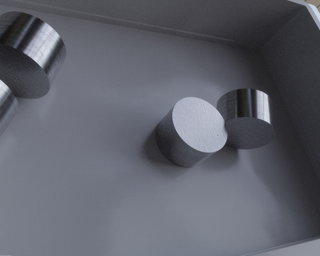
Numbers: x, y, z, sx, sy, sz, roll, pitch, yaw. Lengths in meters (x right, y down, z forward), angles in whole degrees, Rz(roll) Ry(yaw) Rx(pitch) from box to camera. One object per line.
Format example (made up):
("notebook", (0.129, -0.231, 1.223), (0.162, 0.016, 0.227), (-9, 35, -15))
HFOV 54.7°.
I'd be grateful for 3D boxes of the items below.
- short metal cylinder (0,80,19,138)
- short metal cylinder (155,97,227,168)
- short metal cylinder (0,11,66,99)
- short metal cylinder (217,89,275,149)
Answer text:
("short metal cylinder", (-0.181, -0.017, 0.283), (0.080, 0.080, 0.050), (26, 53, -13))
("short metal cylinder", (0.041, 0.006, 0.410), (0.081, 0.050, 0.080), (14, 56, -21))
("short metal cylinder", (-0.150, -0.077, 0.337), (0.080, 0.080, 0.050), (23, 53, -15))
("short metal cylinder", (0.121, -0.011, 0.445), (0.080, 0.080, 0.050), (21, 54, -16))
